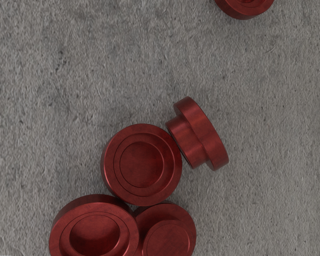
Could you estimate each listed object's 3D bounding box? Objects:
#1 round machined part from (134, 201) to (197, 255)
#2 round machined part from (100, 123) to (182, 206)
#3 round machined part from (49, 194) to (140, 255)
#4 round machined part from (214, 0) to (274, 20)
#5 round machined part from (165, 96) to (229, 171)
[{"bbox_3d":[0.004,0.146,0.401,0.099,0.042,0.097,0,90,-20],"label":"round machined part"},{"bbox_3d":[-0.025,0.046,0.385,0.099,0.042,0.098,5,78,-22],"label":"round machined part"},{"bbox_3d":[-0.076,0.121,0.363,0.099,0.042,0.097,-4,107,-12],"label":"round machined part"},{"bbox_3d":[0.113,-0.202,0.441,0.099,0.042,0.097,0,90,-20],"label":"round machined part"},{"bbox_3d":[0.041,0.013,0.387,0.042,0.098,0.098,-31,101,-2],"label":"round machined part"}]
